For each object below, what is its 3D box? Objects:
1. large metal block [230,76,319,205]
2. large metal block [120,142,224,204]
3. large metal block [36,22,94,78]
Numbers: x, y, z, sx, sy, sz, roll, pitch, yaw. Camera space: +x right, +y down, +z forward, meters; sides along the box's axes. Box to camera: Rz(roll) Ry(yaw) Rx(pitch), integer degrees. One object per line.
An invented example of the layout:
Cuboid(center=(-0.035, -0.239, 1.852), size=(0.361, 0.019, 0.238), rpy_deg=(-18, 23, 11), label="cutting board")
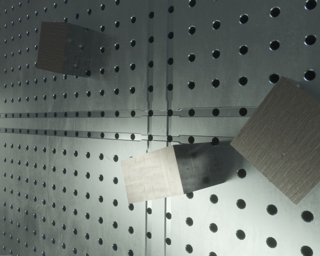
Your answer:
Cuboid(center=(0.128, 0.010, 0.288), size=(0.080, 0.050, 0.080), rpy_deg=(47, 118, 30), label="large metal block")
Cuboid(center=(0.015, 0.051, 0.362), size=(0.080, 0.081, 0.050), rpy_deg=(-20, 77, 38), label="large metal block")
Cuboid(center=(-0.163, -0.134, 0.530), size=(0.080, 0.050, 0.080), rpy_deg=(17, 101, 39), label="large metal block")
